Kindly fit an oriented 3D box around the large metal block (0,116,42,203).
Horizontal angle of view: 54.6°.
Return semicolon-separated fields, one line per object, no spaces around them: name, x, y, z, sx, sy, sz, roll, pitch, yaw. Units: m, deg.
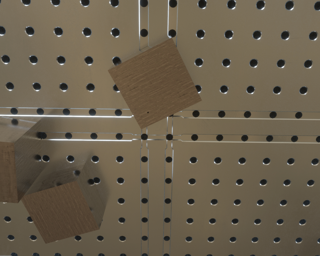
large metal block;-0.192;0.037;0.396;0.050;0.080;0.079;5;110;-2

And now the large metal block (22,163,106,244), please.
large metal block;-0.133;0.106;0.438;0.080;0.050;0.080;-17;109;6

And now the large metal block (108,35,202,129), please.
large metal block;-0.005;-0.057;0.379;0.080;0.050;0.080;-25;108;9
